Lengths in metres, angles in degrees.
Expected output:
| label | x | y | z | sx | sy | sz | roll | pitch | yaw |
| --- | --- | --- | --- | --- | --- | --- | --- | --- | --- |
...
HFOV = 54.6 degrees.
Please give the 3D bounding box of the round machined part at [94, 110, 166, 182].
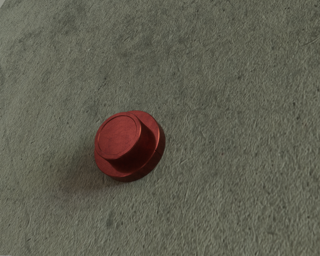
| label | x | y | z | sx | sy | sz | roll | pitch | yaw |
| --- | --- | --- | --- | --- | --- | --- | --- | --- | --- |
| round machined part | -0.046 | 0.018 | 0.407 | 0.098 | 0.042 | 0.098 | -13 | 56 | 21 |
